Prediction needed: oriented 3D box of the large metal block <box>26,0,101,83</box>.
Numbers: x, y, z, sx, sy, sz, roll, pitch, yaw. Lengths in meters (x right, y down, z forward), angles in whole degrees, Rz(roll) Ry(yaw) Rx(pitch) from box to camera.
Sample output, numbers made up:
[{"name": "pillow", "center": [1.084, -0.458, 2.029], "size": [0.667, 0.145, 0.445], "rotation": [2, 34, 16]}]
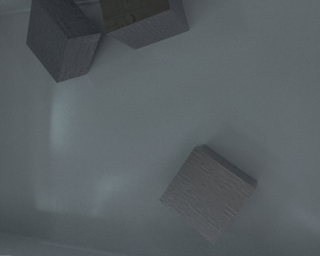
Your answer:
[{"name": "large metal block", "center": [-0.135, -0.123, 0.426], "size": [0.080, 0.050, 0.080], "rotation": [50, 137, 13]}]

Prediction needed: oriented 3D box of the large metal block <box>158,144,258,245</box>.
[{"name": "large metal block", "center": [0.059, 0.076, 0.376], "size": [0.080, 0.050, 0.080], "rotation": [36, 101, 16]}]

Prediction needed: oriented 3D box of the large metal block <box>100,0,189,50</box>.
[{"name": "large metal block", "center": [-0.017, -0.144, 0.387], "size": [0.080, 0.080, 0.050], "rotation": [-14, 85, 19]}]
